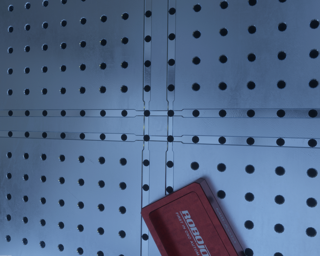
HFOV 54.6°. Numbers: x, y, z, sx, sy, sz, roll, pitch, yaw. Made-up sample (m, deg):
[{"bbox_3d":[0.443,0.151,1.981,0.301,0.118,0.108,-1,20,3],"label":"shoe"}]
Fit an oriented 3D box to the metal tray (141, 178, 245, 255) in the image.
[{"bbox_3d":[0.044,0.141,0.394,0.090,0.030,0.130,-31,80,17],"label":"metal tray"}]
